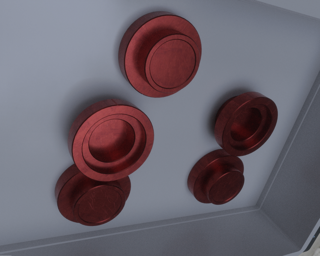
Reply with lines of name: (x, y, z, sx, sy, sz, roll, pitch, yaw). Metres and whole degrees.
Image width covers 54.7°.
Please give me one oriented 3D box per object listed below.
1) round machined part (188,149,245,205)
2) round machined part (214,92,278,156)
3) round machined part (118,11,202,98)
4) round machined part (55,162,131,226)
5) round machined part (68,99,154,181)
round machined part: (0.098, 0.086, 0.507, 0.099, 0.042, 0.097, -14, 125, -21)
round machined part: (0.122, -0.010, 0.461, 0.099, 0.042, 0.097, -14, 125, -21)
round machined part: (0.006, -0.079, 0.354, 0.099, 0.042, 0.097, -14, 125, -21)
round machined part: (-0.084, 0.090, 0.409, 0.099, 0.042, 0.097, -14, 125, -21)
round machined part: (-0.060, 0.011, 0.369, 0.099, 0.042, 0.097, -13, 119, -24)
